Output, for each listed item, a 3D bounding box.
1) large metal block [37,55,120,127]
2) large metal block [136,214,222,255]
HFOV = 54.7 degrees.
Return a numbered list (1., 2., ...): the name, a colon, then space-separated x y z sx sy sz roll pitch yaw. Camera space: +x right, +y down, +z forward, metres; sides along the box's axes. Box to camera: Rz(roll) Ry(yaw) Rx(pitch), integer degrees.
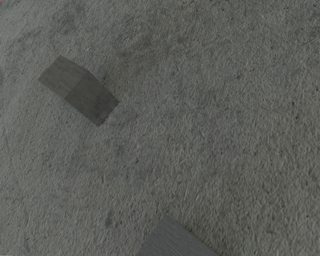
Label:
1. large metal block: -0.121 -0.055 0.466 0.080 0.080 0.050 31 79 38
2. large metal block: 0.020 0.142 0.290 0.080 0.050 0.080 30 78 37
